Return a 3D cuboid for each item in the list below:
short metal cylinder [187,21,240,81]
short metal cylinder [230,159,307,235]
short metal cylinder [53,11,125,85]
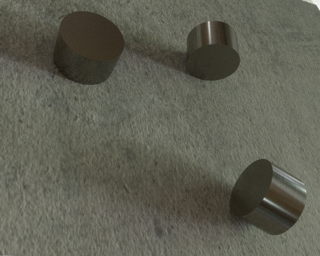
[{"bbox_3d":[0.083,-0.120,0.488,0.081,0.080,0.050,15,56,-20],"label":"short metal cylinder"},{"bbox_3d":[0.134,0.086,0.390,0.050,0.080,0.080,31,52,-9],"label":"short metal cylinder"},{"bbox_3d":[-0.093,-0.103,0.402,0.081,0.050,0.080,14,56,-21],"label":"short metal cylinder"}]
